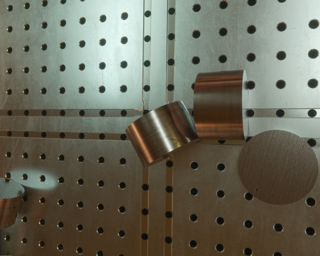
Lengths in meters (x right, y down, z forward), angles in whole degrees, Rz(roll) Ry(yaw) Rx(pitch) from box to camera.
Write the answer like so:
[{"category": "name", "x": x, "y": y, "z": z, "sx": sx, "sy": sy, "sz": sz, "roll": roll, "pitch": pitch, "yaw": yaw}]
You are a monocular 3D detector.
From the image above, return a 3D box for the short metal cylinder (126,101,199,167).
[{"category": "short metal cylinder", "x": 0.005, "y": 0.008, "z": 0.381, "sx": 0.080, "sy": 0.080, "sz": 0.050, "roll": -31, "pitch": 80, "yaw": 17}]

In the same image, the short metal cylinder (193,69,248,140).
[{"category": "short metal cylinder", "x": 0.073, "y": -0.026, "z": 0.358, "sx": 0.050, "sy": 0.080, "sz": 0.080, "roll": -1, "pitch": 90, "yaw": 20}]

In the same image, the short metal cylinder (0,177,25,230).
[{"category": "short metal cylinder", "x": -0.257, "y": 0.113, "z": 0.474, "sx": 0.080, "sy": 0.080, "sz": 0.050, "roll": 20, "pitch": 97, "yaw": 19}]

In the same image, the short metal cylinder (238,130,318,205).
[{"category": "short metal cylinder", "x": 0.132, "y": 0.042, "z": 0.352, "sx": 0.080, "sy": 0.050, "sz": 0.079, "roll": 0, "pitch": 90, "yaw": 20}]
